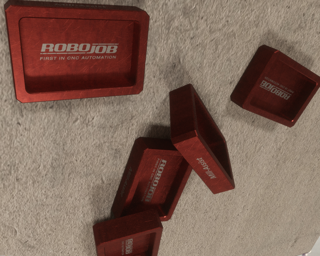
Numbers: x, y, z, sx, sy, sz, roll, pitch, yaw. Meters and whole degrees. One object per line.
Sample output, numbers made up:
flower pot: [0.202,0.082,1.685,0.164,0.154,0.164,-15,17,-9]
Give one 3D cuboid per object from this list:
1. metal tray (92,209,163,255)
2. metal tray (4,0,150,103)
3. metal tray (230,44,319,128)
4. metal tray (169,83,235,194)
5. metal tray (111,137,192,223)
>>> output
metal tray: [-0.048,0.174,0.459,0.091,0.030,0.129,-10,138,-16]
metal tray: [-0.079,-0.076,0.313,0.131,0.030,0.089,-7,122,-25]
metal tray: [0.178,-0.058,0.467,0.131,0.030,0.089,16,110,-35]
metal tray: [0.056,0.017,0.405,0.030,0.090,0.130,-21,133,20]
metal tray: [-0.008,0.079,0.449,0.091,0.030,0.129,7,115,-32]
